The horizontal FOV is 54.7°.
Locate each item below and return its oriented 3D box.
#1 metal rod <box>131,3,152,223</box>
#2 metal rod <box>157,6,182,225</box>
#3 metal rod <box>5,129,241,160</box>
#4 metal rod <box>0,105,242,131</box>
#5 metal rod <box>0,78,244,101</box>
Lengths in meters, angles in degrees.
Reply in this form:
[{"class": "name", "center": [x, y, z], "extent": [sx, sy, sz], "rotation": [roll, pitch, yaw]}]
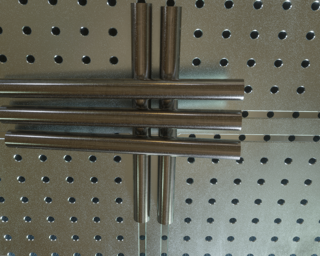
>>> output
[{"class": "metal rod", "center": [-0.024, -0.005, 0.411], "extent": [0.025, 0.025, 0.298], "rotation": [1, 110, -1]}, {"class": "metal rod", "center": [0.011, -0.002, 0.413], "extent": [0.025, 0.025, 0.298], "rotation": [1, 110, -1]}, {"class": "metal rod", "center": [-0.052, 0.020, 0.398], "extent": [0.302, 0.025, 0.025], "rotation": [2, 110, 7]}, {"class": "metal rod", "center": [-0.054, -0.013, 0.386], "extent": [0.302, 0.025, 0.025], "rotation": [2, 110, 7]}, {"class": "metal rod", "center": [-0.055, -0.047, 0.373], "extent": [0.302, 0.025, 0.025], "rotation": [1, 110, 7]}]
